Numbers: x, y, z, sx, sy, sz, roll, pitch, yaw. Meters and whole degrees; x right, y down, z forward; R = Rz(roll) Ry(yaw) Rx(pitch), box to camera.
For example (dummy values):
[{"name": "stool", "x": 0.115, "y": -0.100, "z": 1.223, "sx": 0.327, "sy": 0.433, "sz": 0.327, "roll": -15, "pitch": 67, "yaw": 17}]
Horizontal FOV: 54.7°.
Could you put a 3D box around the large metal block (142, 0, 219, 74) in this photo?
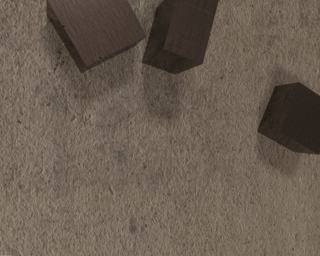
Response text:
[{"name": "large metal block", "x": 0.023, "y": -0.119, "z": 0.389, "sx": 0.050, "sy": 0.080, "sz": 0.080, "roll": 16, "pitch": 85, "yaw": -20}]

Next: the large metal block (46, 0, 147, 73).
[{"name": "large metal block", "x": -0.076, "y": -0.122, "z": 0.368, "sx": 0.080, "sy": 0.050, "sz": 0.080, "roll": -32, "pitch": 101, "yaw": -17}]

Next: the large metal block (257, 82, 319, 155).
[{"name": "large metal block", "x": 0.209, "y": -0.013, "z": 0.475, "sx": 0.080, "sy": 0.050, "sz": 0.080, "roll": 27, "pitch": 81, "yaw": -19}]
